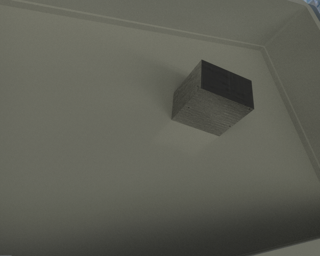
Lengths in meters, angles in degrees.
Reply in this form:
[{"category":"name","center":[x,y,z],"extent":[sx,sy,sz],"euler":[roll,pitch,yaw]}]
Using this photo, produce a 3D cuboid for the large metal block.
[{"category":"large metal block","center":[0.072,-0.039,0.434],"extent":[0.081,0.080,0.050],"euler":[18,55,-18]}]
